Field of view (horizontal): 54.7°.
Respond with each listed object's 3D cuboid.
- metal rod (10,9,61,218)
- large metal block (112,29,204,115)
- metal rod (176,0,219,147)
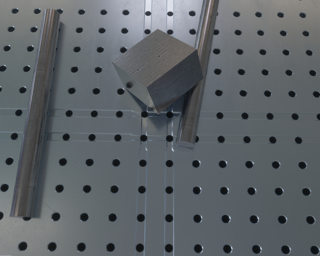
[{"bbox_3d":[-0.166,-0.034,0.422,0.025,0.025,0.299,0,70,0],"label":"metal rod"},{"bbox_3d":[-0.003,-0.077,0.412,0.080,0.050,0.080,-39,51,-13],"label":"large metal block"},{"bbox_3d":[0.062,-0.117,0.454,0.025,0.025,0.299,11,70,4],"label":"metal rod"}]
